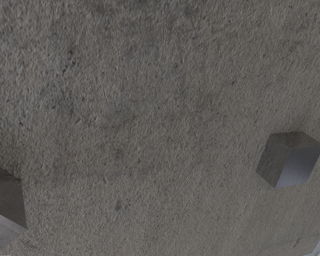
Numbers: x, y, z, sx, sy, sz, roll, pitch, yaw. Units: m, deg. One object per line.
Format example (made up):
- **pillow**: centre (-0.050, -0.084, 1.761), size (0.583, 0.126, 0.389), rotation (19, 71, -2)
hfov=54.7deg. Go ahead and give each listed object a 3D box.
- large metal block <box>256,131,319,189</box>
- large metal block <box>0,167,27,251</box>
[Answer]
- **large metal block**: centre (0.229, 0.055, 0.549), size (0.081, 0.050, 0.079), rotation (-4, 120, -27)
- **large metal block**: centre (-0.188, 0.073, 0.314), size (0.050, 0.080, 0.080), rotation (-39, 129, -2)
